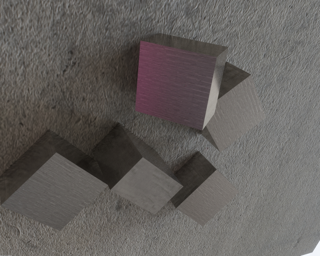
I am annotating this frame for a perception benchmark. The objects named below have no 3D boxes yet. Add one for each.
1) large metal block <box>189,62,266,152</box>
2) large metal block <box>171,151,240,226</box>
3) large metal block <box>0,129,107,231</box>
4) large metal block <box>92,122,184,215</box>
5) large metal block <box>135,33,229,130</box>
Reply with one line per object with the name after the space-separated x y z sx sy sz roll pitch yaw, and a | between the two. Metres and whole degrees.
0.087 -0.028 0.420 0.080 0.050 0.080 -37 129 -4 | large metal block
0.064 0.096 0.485 0.080 0.050 0.080 -44 129 3 | large metal block
-0.123 0.062 0.362 0.080 0.050 0.080 -44 129 2 | large metal block
-0.029 0.050 0.386 0.050 0.080 0.080 -46 129 4 | large metal block
0.023 -0.053 0.342 0.050 0.080 0.079 -46 148 -55 | large metal block
